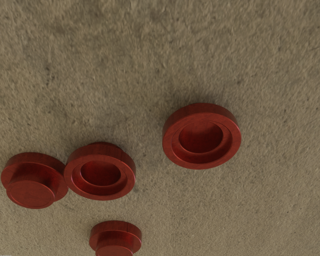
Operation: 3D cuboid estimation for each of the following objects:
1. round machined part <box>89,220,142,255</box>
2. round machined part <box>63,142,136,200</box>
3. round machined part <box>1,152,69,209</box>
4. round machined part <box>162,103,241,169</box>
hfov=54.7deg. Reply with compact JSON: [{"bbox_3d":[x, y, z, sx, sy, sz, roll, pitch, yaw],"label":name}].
[{"bbox_3d":[-0.084,0.219,0.582,0.099,0.042,0.097,-1,130,0],"label":"round machined part"},{"bbox_3d":[-0.083,0.058,0.444,0.099,0.042,0.097,-1,130,0],"label":"round machined part"},{"bbox_3d":[-0.188,0.085,0.466,0.099,0.042,0.097,-1,130,0],"label":"round machined part"},{"bbox_3d":[0.052,0.006,0.402,0.099,0.042,0.097,-1,130,0],"label":"round machined part"}]
